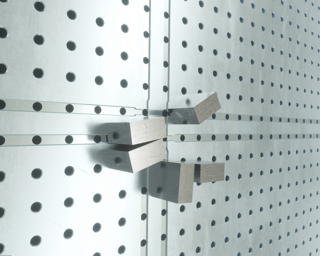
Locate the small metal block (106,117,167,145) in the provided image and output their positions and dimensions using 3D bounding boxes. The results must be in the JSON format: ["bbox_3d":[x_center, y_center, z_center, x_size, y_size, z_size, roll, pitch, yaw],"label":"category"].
[{"bbox_3d":[-0.029,0.002,0.371,0.050,0.050,0.025,-11,97,-40],"label":"small metal block"}]

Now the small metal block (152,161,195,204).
[{"bbox_3d":[0.017,0.070,0.410,0.025,0.050,0.050,7,85,-40],"label":"small metal block"}]

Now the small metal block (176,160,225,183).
[{"bbox_3d":[0.056,0.061,0.443,0.050,0.050,0.025,3,89,-40],"label":"small metal block"}]

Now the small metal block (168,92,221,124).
[{"bbox_3d":[0.049,-0.028,0.436,0.050,0.050,0.025,-35,112,-35],"label":"small metal block"}]

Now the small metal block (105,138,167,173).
[{"bbox_3d":[-0.029,0.031,0.370,0.050,0.050,0.025,-20,103,-39],"label":"small metal block"}]
